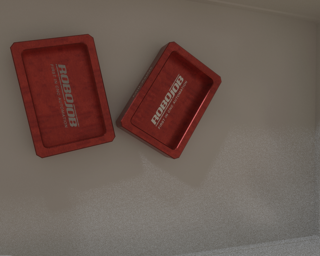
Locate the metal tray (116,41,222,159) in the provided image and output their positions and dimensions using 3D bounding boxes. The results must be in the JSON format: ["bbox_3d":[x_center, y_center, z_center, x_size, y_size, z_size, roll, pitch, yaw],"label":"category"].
[{"bbox_3d":[0.014,-0.036,0.412,0.090,0.030,0.130,33,79,-17],"label":"metal tray"}]

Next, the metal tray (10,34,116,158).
[{"bbox_3d":[-0.112,-0.038,0.366,0.091,0.030,0.129,-13,95,-20],"label":"metal tray"}]
